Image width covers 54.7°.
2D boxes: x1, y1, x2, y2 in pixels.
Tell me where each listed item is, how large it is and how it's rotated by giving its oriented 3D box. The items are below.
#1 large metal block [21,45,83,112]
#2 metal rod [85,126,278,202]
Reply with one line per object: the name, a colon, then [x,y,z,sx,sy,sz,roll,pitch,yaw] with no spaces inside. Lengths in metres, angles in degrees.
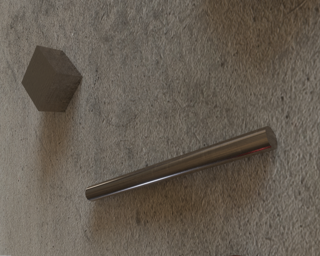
large metal block: [-0.191,-0.084,0.543,0.080,0.050,0.080,50,119,28]
metal rod: [0.002,0.057,0.401,0.299,0.025,0.025,-23,76,37]
